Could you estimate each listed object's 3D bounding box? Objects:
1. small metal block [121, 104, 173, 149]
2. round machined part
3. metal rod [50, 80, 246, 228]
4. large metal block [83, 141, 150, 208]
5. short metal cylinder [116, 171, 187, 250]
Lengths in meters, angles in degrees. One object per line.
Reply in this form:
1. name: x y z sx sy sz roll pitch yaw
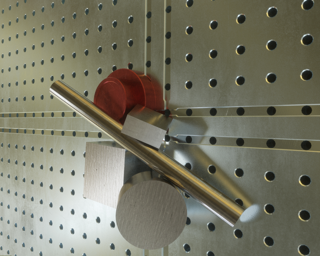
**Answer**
1. small metal block: -0.015 -0.004 0.391 0.050 0.050 0.025 23 111 2
2. round machined part: -0.057 -0.037 0.443 0.098 0.042 0.097 0 90 39
3. metal rod: -0.031 0.020 0.390 0.300 0.025 0.025 34 111 21
4. large metal block: -0.061 0.063 0.438 0.080 0.050 0.079 6 94 39
5. short metal cylinder: -0.011 0.096 0.373 0.081 0.050 0.079 0 94 -5
